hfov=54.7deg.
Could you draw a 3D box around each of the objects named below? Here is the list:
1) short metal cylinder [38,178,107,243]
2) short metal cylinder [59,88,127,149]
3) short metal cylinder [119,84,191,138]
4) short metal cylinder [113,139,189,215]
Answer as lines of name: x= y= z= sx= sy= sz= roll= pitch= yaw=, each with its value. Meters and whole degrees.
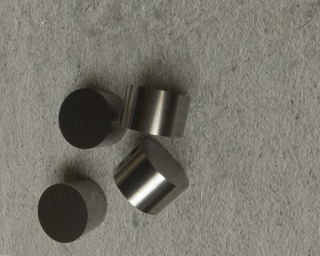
short metal cylinder: x=-0.123 y=0.114 z=0.439 sx=0.080 sy=0.050 sz=0.080 roll=0 pitch=90 yaw=20
short metal cylinder: x=-0.090 y=-0.012 z=0.428 sx=0.080 sy=0.050 sz=0.080 roll=0 pitch=90 yaw=20
short metal cylinder: x=-0.006 y=-0.021 z=0.382 sx=0.080 sy=0.080 sz=0.050 roll=13 pitch=95 yaw=19
short metal cylinder: x=-0.011 y=0.059 z=0.383 sx=0.050 sy=0.080 sz=0.080 roll=-45 pitch=76 yaw=14
